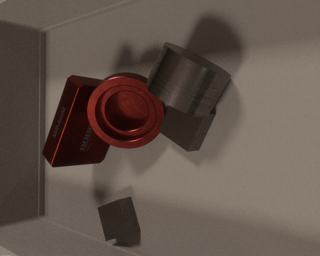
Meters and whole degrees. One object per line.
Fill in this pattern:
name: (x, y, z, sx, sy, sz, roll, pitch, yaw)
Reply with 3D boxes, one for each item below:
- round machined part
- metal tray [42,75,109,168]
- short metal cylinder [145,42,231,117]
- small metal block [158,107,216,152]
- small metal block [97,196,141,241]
round machined part: (-0.042, -0.026, 0.406, 0.099, 0.042, 0.097, 1, 114, 2)
metal tray: (-0.105, -0.007, 0.448, 0.030, 0.091, 0.129, 40, 114, 34)
short metal cylinder: (0.031, -0.054, 0.344, 0.080, 0.081, 0.050, 41, 114, 32)
small metal block: (0.032, -0.006, 0.379, 0.050, 0.025, 0.050, 35, 111, 34)
small metal block: (-0.061, 0.133, 0.455, 0.050, 0.025, 0.050, -28, 73, 36)
